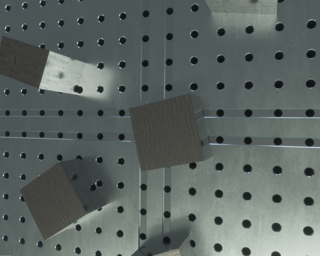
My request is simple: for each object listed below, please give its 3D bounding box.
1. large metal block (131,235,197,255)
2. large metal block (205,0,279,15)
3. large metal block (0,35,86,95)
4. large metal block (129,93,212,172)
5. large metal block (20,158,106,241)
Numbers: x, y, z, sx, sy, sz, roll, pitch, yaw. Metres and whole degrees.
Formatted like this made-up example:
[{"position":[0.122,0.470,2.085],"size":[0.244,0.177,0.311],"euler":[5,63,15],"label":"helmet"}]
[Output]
[{"position":[0.009,0.194,0.395],"size":[0.080,0.050,0.080],"euler":[-23,83,18],"label":"large metal block"},{"position":[0.102,-0.183,0.363],"size":[0.080,0.050,0.079],"euler":[9,93,19],"label":"large metal block"},{"position":[-0.168,-0.087,0.441],"size":[0.080,0.080,0.050],"euler":[20,97,18],"label":"large metal block"},{"position":[0.015,0.006,0.393],"size":[0.080,0.050,0.080],"euler":[-12,86,19],"label":"large metal block"},{"position":[-0.140,0.101,0.447],"size":[0.080,0.050,0.080],"euler":[-34,79,16],"label":"large metal block"}]
